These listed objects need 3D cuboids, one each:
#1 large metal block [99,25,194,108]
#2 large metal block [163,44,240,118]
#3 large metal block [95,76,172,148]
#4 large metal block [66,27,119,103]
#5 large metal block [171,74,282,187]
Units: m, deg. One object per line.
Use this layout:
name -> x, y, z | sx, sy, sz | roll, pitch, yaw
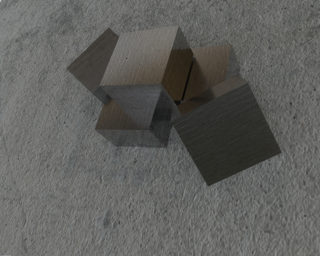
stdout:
large metal block -> -0.014, -0.070, 0.371 | 0.080, 0.050, 0.080 | 2, 63, 29
large metal block -> 0.052, -0.056, 0.396 | 0.080, 0.050, 0.080 | 0, 62, 28
large metal block -> -0.029, -0.021, 0.413 | 0.080, 0.050, 0.080 | 0, 62, 28
large metal block -> -0.078, -0.086, 0.453 | 0.050, 0.080, 0.080 | 44, 86, 6
large metal block -> 0.066, 0.001, 0.325 | 0.080, 0.080, 0.050 | -27, 15, 10
